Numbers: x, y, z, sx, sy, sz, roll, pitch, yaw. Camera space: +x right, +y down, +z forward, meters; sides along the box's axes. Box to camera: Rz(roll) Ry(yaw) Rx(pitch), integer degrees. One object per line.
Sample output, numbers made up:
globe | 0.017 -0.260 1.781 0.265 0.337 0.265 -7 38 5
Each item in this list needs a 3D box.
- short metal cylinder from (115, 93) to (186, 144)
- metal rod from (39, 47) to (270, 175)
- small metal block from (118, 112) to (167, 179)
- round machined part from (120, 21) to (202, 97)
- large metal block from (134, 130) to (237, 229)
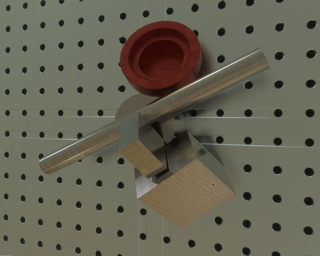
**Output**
short metal cylinder | -0.012 -0.003 0.402 0.080 0.050 0.079 0 90 19
metal rod | -0.021 -0.011 0.365 0.300 0.025 0.025 -25 82 17
small metal block | -0.019 0.019 0.340 0.025 0.050 0.050 -31 122 17
round machined part | 0.003 -0.082 0.389 0.098 0.042 0.098 -5 67 11
large metal block | 0.028 0.062 0.364 0.080 0.050 0.080 -37 123 16
